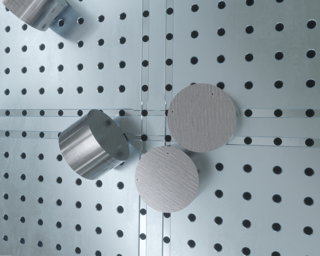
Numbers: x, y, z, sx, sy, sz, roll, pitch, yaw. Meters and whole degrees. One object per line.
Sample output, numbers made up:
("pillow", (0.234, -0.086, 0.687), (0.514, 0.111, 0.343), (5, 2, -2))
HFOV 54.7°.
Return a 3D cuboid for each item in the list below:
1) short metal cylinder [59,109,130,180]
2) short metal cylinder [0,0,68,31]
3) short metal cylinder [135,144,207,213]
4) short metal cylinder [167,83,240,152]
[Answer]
("short metal cylinder", (-0.086, 0.022, 0.412), (0.050, 0.080, 0.080), (-34, 79, 17))
("short metal cylinder", (-0.183, -0.187, 0.446), (0.050, 0.080, 0.080), (-43, 77, 15))
("short metal cylinder", (0.015, 0.061, 0.393), (0.080, 0.050, 0.079), (0, 90, 19))
("short metal cylinder", (0.055, -0.012, 0.379), (0.080, 0.050, 0.079), (0, 90, 19))
